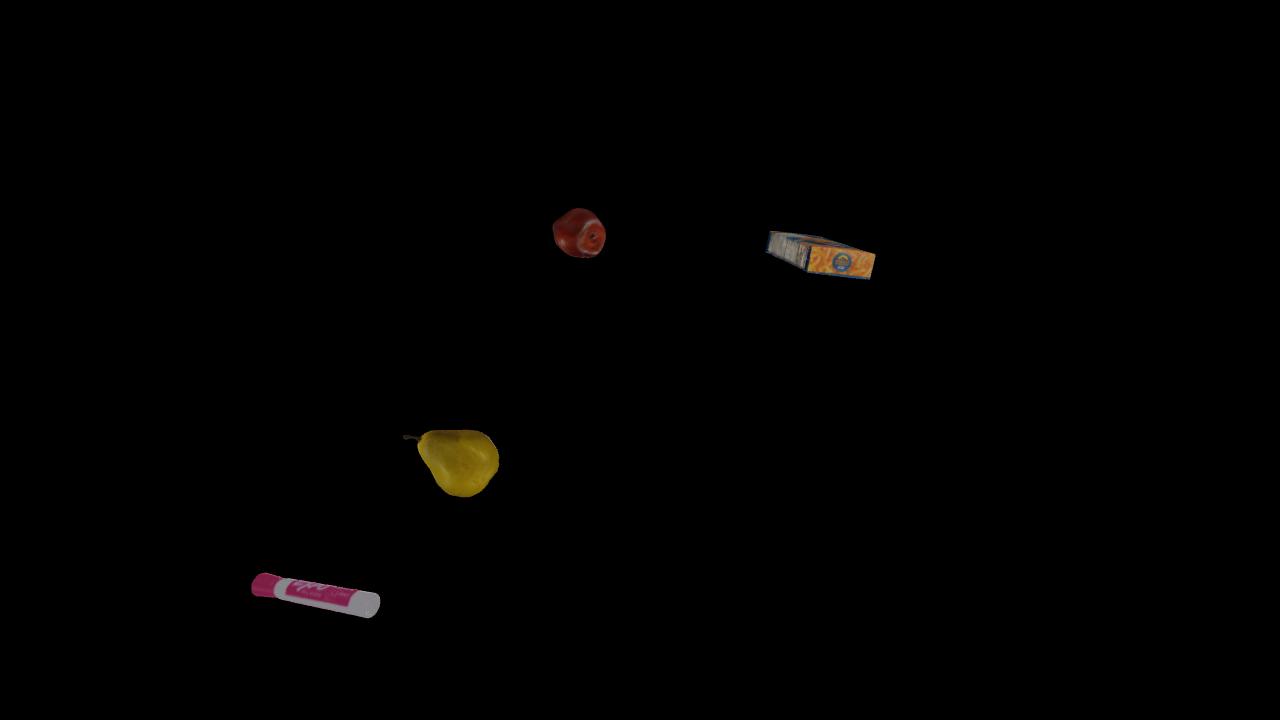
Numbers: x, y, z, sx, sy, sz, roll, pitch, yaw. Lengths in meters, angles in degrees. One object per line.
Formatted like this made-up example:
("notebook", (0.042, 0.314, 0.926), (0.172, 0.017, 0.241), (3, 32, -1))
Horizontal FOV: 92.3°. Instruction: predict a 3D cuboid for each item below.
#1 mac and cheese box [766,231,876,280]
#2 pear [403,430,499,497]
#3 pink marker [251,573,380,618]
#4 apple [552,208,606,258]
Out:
("mac and cheese box", (0.256, -0.156, 0.896), (0.093, 0.041, 0.184), (6, 17, -9))
("pear", (-0.222, 0.108, 0.723), (0.111, 0.080, 0.080), (45, -20, -22))
("pink marker", (-0.267, 0.190, 0.500), (0.121, 0.020, 0.020), (2, 1, 18))
("apple", (-0.099, -0.205, 0.992), (0.079, 0.079, 0.093), (0, 16, -43))
